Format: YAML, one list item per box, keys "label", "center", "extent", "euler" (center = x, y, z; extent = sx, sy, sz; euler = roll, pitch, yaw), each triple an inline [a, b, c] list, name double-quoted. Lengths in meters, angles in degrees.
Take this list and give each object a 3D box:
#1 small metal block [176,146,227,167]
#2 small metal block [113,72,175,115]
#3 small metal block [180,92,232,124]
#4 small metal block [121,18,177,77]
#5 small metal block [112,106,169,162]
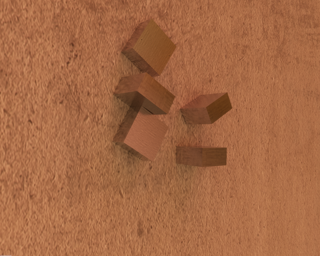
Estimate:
- label: "small metal block"
  center: [0.058, 0.039, 0.437]
  extent: [0.050, 0.050, 0.025]
  euler: [2, 89, -40]
- label: "small metal block"
  center: [-0.019, -0.039, 0.372]
  extent: [0.050, 0.050, 0.025]
  euler: [36, 68, -35]
- label: "small metal block"
  center: [0.066, -0.028, 0.443]
  extent: [0.050, 0.050, 0.025]
  euler: [-34, 111, -35]
- label: "small metal block"
  center: [-0.013, -0.100, 0.393]
  extent: [0.050, 0.025, 0.050]
  euler: [42, 65, -32]
- label: "small metal block"
  center: [-0.023, 0.007, 0.385]
  extent: [0.050, 0.025, 0.050]
  euler: [38, 67, -34]
